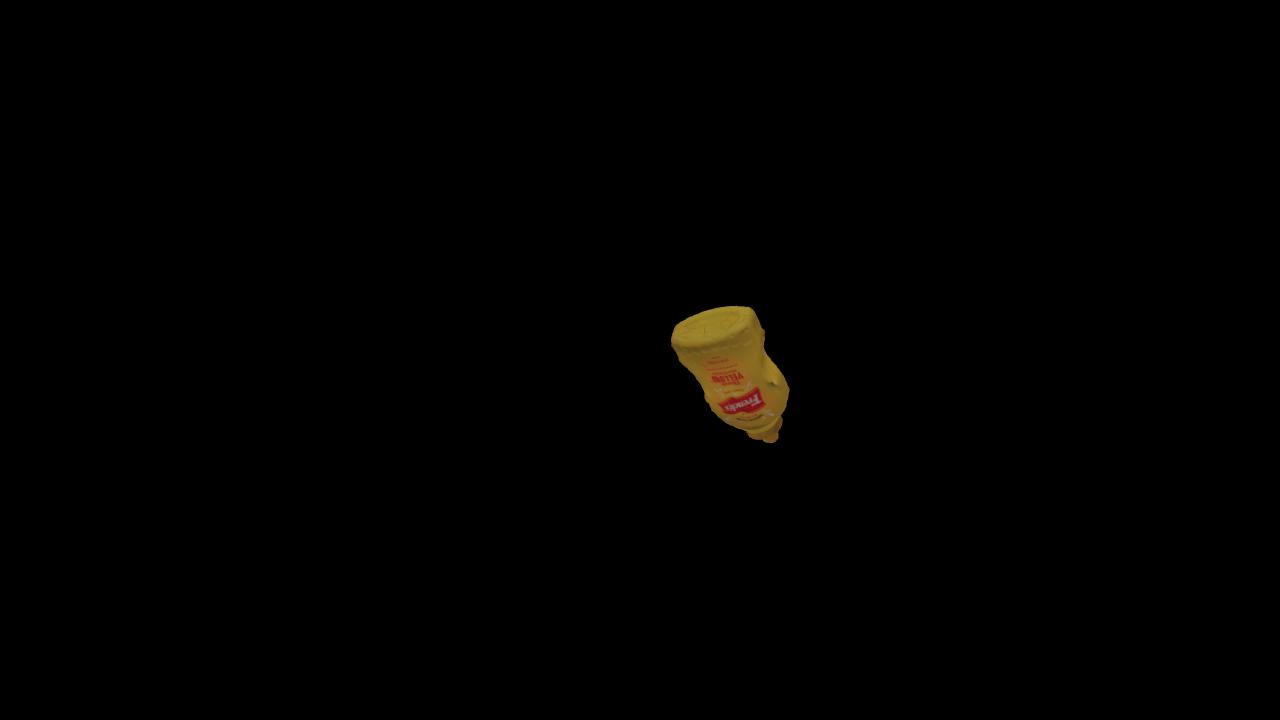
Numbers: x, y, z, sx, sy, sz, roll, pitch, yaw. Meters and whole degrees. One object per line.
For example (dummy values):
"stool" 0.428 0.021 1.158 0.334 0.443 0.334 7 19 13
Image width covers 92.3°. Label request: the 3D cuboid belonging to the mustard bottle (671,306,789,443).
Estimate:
"mustard bottle" 0.110 0.027 0.659 0.092 0.184 0.054 -16 38 24
